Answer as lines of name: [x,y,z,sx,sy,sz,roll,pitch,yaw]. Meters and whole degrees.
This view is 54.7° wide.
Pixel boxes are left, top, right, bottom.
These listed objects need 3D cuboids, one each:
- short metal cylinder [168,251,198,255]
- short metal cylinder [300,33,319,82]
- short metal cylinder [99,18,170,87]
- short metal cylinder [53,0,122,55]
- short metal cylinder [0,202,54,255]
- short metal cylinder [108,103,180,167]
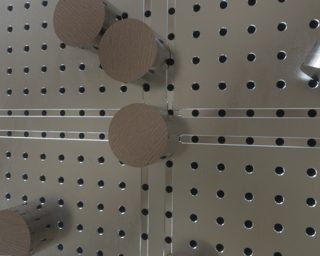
short metal cylinder: [0.026,0.205,0.390,0.080,0.050,0.079,0,90,20]
short metal cylinder: [0.194,-0.068,0.315,0.080,0.080,0.050,30,100,17]
short metal cylinder: [-0.033,-0.097,0.411,0.080,0.050,0.079,0,90,20]
short metal cylinder: [-0.100,-0.148,0.435,0.080,0.050,0.079,0,90,20]
short metal cylinder: [-0.212,0.159,0.474,0.080,0.050,0.079,0,90,20]
short metal cylinder: [-0.020,0.009,0.406,0.080,0.050,0.079,0,90,20]
